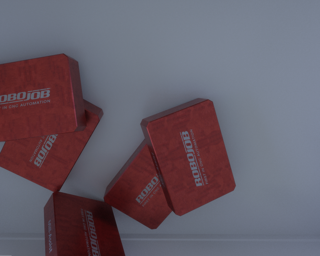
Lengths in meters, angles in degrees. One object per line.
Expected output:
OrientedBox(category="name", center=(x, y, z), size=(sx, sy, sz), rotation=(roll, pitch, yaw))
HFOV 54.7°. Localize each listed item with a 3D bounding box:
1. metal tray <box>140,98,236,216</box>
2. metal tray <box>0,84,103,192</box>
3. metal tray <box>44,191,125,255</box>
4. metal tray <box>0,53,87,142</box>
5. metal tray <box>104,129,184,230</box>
OrientedBox(category="metal tray", center=(0.038, 0.036, 0.400), size=(0.091, 0.030, 0.129), rotation=(-22, 105, -15))
OrientedBox(category="metal tray", center=(-0.146, 0.012, 0.411), size=(0.090, 0.030, 0.129), rotation=(29, 107, -11))
OrientedBox(category="metal tray", center=(-0.096, 0.143, 0.394), size=(0.091, 0.130, 0.030), rotation=(23, 110, -32))
OrientedBox(category="metal tray", center=(-0.161, -0.033, 0.372), size=(0.131, 0.030, 0.089), rotation=(-8, 90, 7))
OrientedBox(category="metal tray", center=(-0.006, 0.071, 0.435), size=(0.090, 0.030, 0.129), rotation=(35, 106, -12))
